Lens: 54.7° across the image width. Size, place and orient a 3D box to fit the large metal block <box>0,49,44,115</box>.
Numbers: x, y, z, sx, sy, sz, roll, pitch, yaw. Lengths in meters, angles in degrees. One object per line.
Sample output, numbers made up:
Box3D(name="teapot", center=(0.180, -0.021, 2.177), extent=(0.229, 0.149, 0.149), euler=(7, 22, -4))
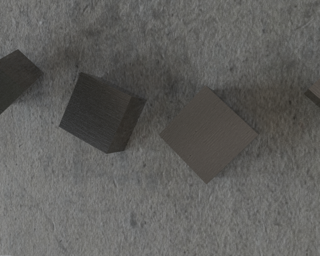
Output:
Box3D(name="large metal block", center=(-0.227, -0.061, 0.450), extent=(0.080, 0.080, 0.050), euler=(-38, 112, 16))

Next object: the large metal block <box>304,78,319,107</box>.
Box3D(name="large metal block", center=(0.214, -0.040, 0.321), extent=(0.080, 0.050, 0.080), euler=(47, 104, 13))

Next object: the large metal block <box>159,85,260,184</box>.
Box3D(name="large metal block", center=(0.061, 0.008, 0.374), extent=(0.080, 0.050, 0.080), euler=(46, 104, 14))

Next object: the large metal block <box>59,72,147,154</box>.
Box3D(name="large metal block", center=(-0.077, -0.020, 0.422), extent=(0.080, 0.050, 0.080), euler=(27, 99, 17))
